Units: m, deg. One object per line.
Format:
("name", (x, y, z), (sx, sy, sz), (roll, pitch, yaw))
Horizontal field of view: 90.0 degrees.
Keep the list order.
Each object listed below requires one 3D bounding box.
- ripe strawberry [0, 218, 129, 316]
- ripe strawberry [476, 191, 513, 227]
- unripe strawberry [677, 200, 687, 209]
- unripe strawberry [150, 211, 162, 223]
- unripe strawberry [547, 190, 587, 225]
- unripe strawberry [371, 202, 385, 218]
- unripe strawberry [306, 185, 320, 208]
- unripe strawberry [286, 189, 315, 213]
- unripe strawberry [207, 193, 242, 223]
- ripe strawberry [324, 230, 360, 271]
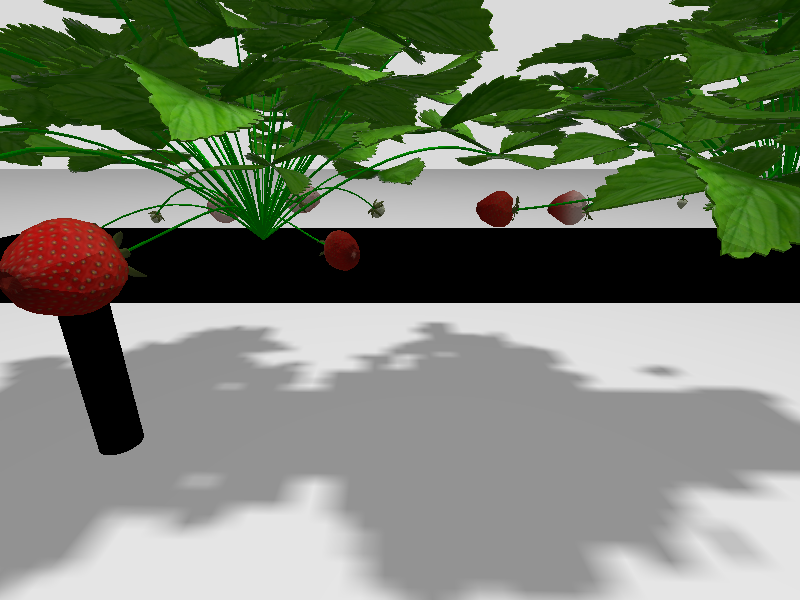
("ripe strawberry", (-0.151, -0.013, 0.179), (0.043, 0.045, 0.046), (3, 21, 9))
("ripe strawberry", (0.098, -0.094, 0.418), (0.038, 0.037, 0.035), (6, 20, 17))
("unripe strawberry", (0.361, -0.123, 0.513), (0.010, 0.011, 0.011), (3, 20, 10))
("unripe strawberry", (-0.265, -0.090, 0.435), (0.012, 0.013, 0.011), (-32, -2, 37))
("unripe strawberry", (0.178, -0.099, 0.429), (0.038, 0.037, 0.035), (10, 22, 28))
("unripe strawberry", (-0.025, -0.106, 0.473), (0.016, 0.018, 0.018), (14, 10, 34))
("unripe strawberry", (-0.125, -0.139, 0.544), (0.036, 0.033, 0.033), (0, 19, -1))
("unripe strawberry", (-0.125, -0.126, 0.506), (0.036, 0.031, 0.036), (0, 19, -1))
("unripe strawberry", (-0.191, -0.100, 0.435), (0.035, 0.031, 0.032), (-14, 24, -35))
("ripe strawberry", (-0.035, -0.030, 0.249), (0.022, 0.025, 0.024), (-15, 25, -36))
